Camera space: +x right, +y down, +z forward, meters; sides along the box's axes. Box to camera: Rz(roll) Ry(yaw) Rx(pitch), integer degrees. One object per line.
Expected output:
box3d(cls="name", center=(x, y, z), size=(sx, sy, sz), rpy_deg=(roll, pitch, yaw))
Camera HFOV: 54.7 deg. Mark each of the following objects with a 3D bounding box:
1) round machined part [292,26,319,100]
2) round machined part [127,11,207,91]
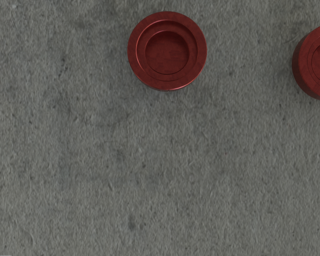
box3d(cls="round machined part", center=(0.221, -0.083, 0.404), size=(0.099, 0.042, 0.097), rpy_deg=(0, 90, -1))
box3d(cls="round machined part", center=(0.009, -0.095, 0.402), size=(0.099, 0.042, 0.097), rpy_deg=(0, 90, -1))
